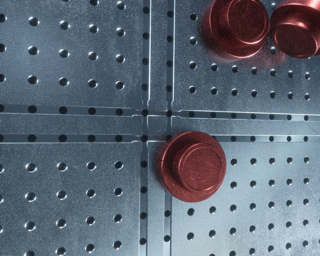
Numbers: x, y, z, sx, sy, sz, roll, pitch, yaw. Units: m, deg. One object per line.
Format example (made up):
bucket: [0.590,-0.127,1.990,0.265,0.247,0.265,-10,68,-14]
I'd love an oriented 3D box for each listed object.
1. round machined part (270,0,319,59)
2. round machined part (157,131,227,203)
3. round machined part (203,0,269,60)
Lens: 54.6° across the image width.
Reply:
round machined part: [0.203,-0.139,0.448,0.098,0.098,0.042,41,77,-16]
round machined part: [0.048,0.053,0.421,0.099,0.042,0.097,0,90,-20]
round machined part: [0.115,-0.150,0.445,0.099,0.042,0.097,0,90,-20]
